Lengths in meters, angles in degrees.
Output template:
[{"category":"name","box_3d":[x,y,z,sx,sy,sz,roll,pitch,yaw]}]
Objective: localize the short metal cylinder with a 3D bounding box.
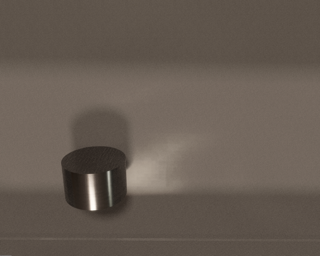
[{"category":"short metal cylinder","box_3d":[-0.084,0.063,0.404,0.081,0.080,0.050,0,110,-1]}]
